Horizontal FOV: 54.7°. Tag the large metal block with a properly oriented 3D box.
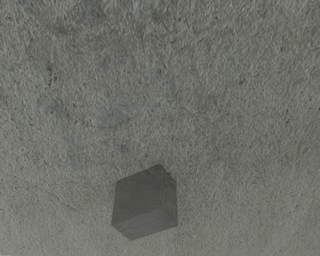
[{"bbox_3d":[-0.022,0.111,0.466,0.080,0.080,0.050,-24,126,19],"label":"large metal block"}]
